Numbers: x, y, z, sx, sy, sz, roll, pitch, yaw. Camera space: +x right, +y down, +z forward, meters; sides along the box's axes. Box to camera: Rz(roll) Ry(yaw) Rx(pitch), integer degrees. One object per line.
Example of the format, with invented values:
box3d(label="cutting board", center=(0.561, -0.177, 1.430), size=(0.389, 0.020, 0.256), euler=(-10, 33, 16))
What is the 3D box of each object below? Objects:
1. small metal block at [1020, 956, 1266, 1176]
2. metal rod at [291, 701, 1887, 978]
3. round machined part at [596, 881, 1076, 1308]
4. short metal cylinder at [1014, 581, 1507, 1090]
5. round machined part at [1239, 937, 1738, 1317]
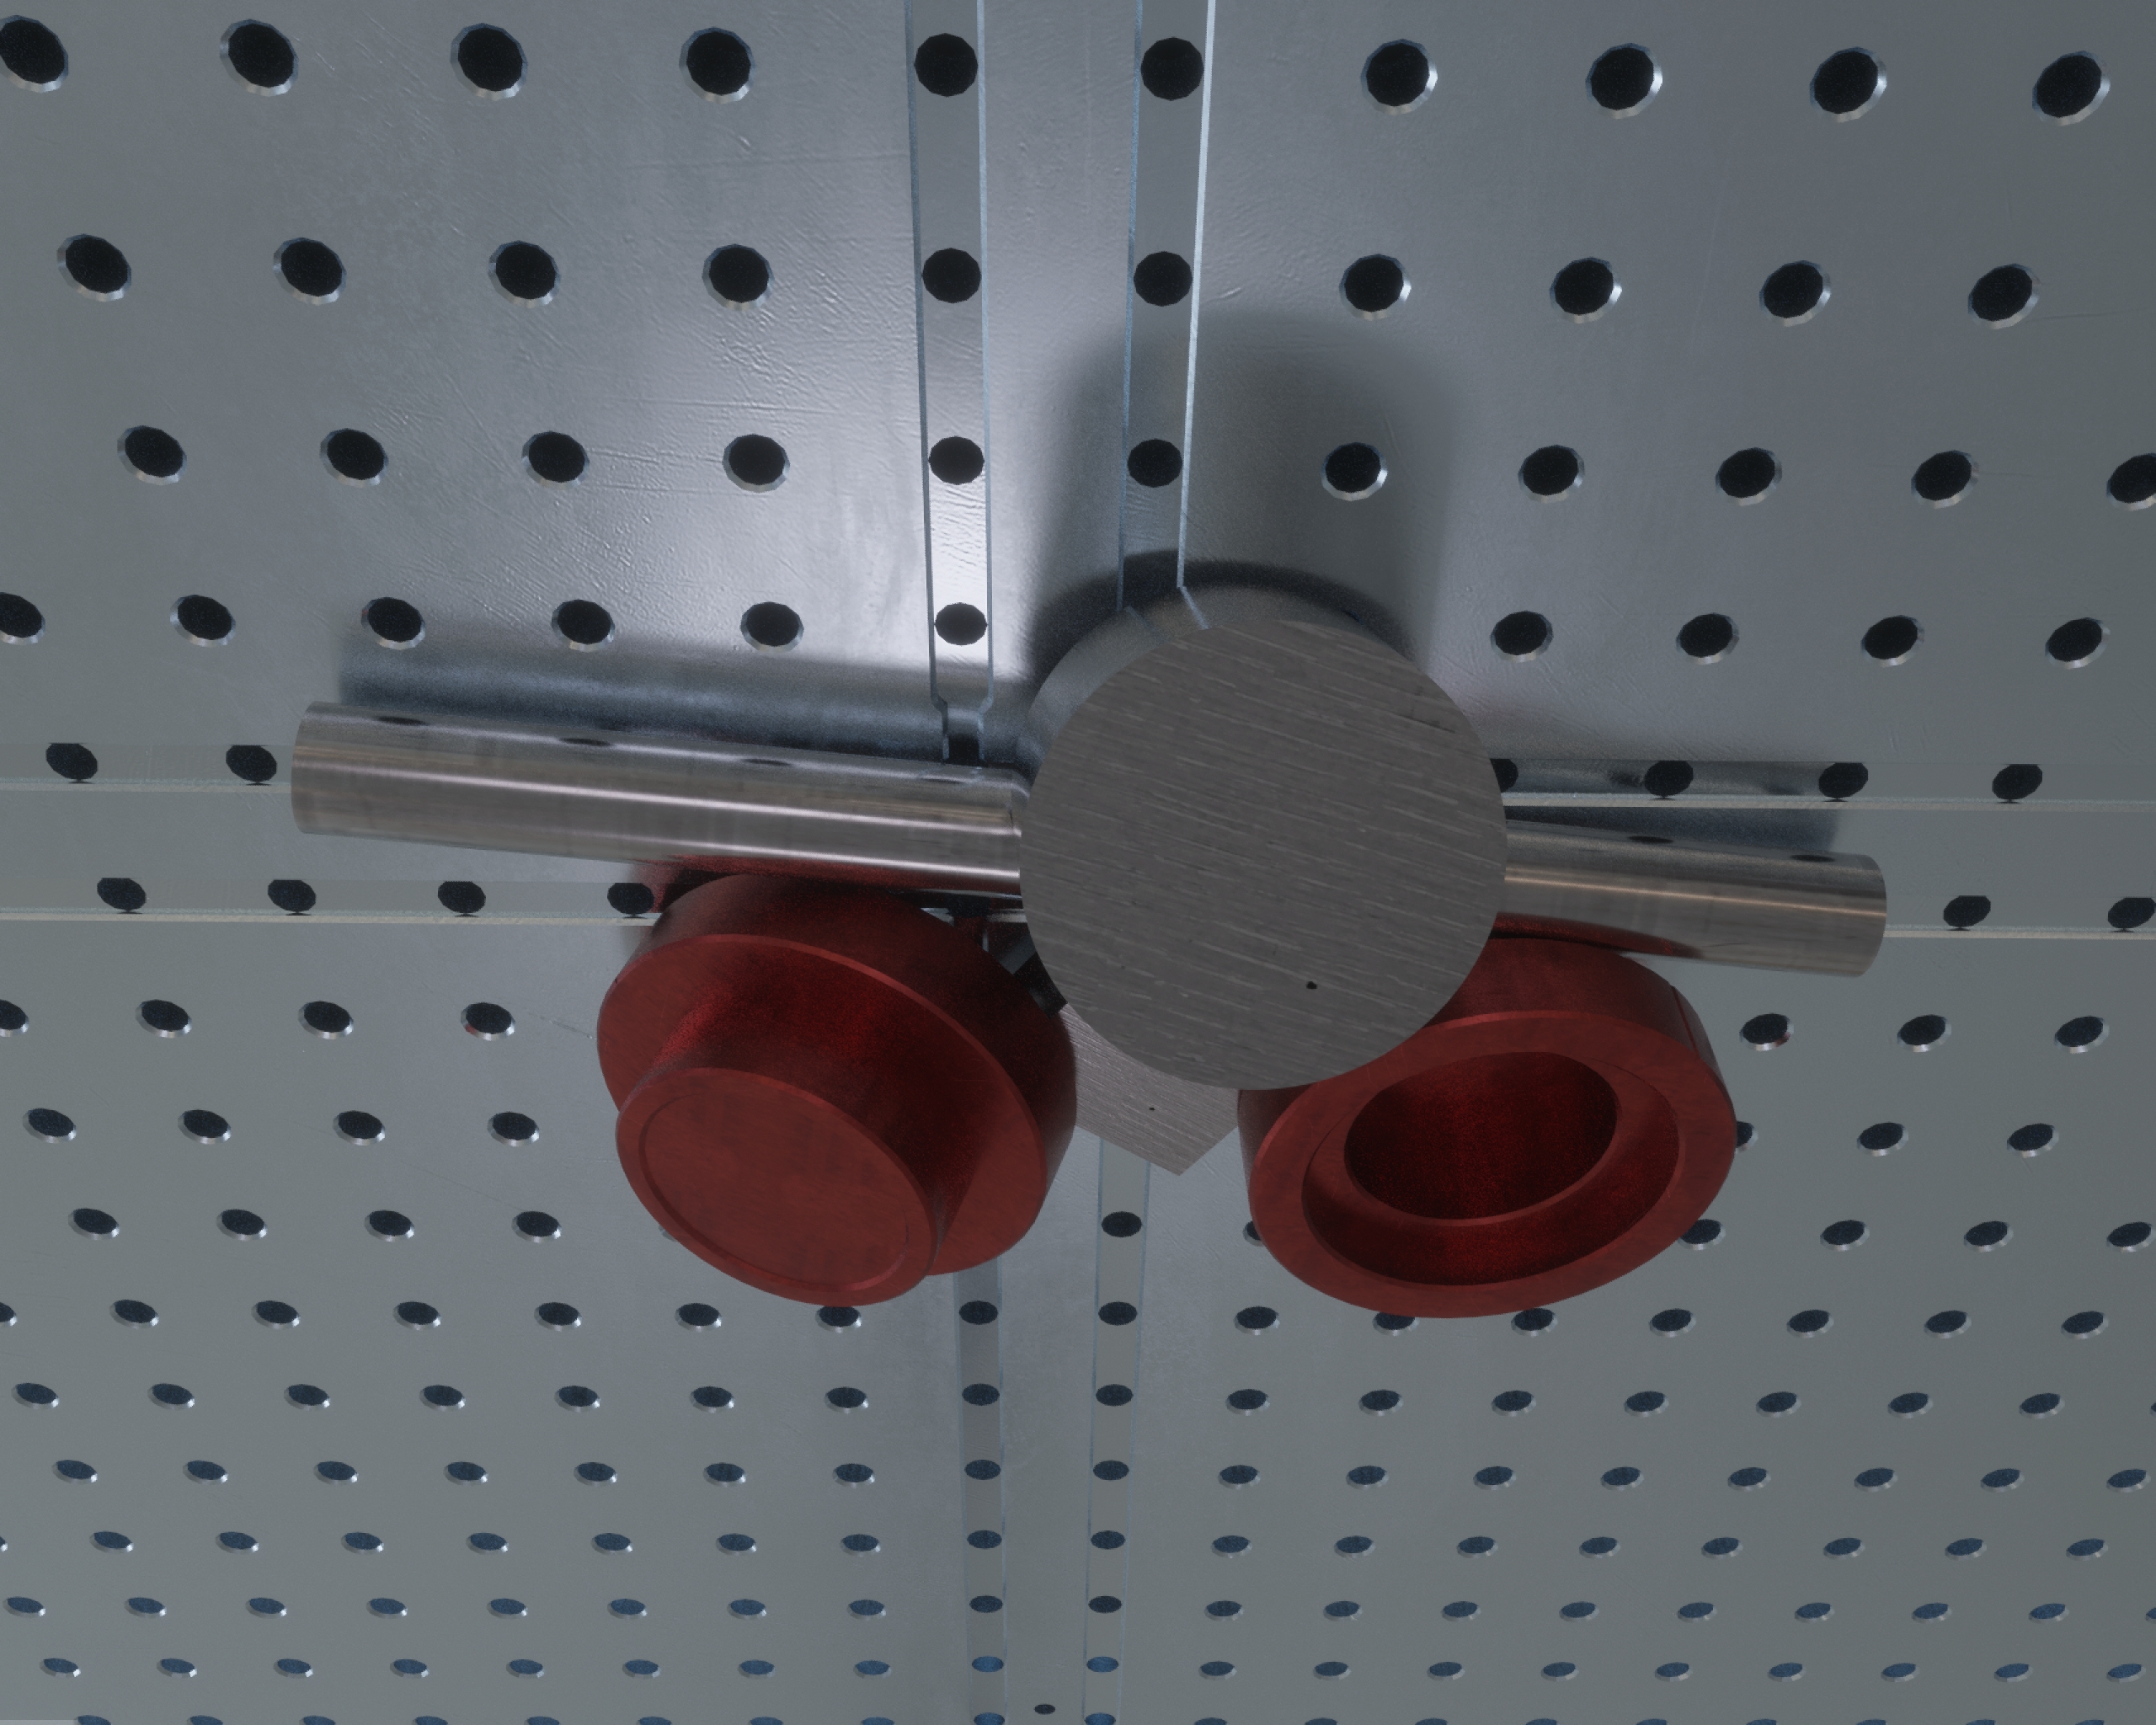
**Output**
box3d(label="small metal block", center=(0.016, 0.033, 0.435), size=(0.050, 0.025, 0.050), euler=(29, 124, -23))
box3d(label="metal rod", center=(0.006, -0.004, 0.404), size=(0.302, 0.025, 0.025), euler=(5, 130, -5))
box3d(label="round machined part", center=(-0.053, 0.052, 0.423), size=(0.098, 0.042, 0.097), euler=(12, 133, 13))
box3d(label="short metal cylinder", center=(0.029, -0.006, 0.366), size=(0.081, 0.050, 0.079), euler=(-1, 105, -3))
box3d(label="round machined part", center=(0.083, 0.049, 0.436), size=(0.099, 0.042, 0.097), euler=(-2, 133, -2))
